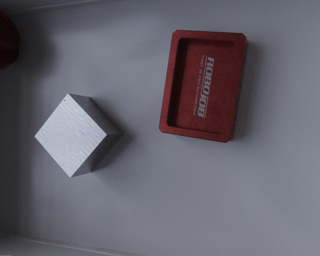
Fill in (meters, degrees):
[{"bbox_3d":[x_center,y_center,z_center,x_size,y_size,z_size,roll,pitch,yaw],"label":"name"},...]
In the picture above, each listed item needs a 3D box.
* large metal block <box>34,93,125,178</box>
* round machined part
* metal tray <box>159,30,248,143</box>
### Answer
[{"bbox_3d":[-0.113,0.010,0.436,0.080,0.050,0.080,45,104,14],"label":"large metal block"},{"bbox_3d":[-0.248,-0.139,0.457,0.042,0.098,0.098,-26,82,18],"label":"round machined part"},{"bbox_3d":[0.054,-0.052,0.388,0.090,0.030,0.129,9,93,19],"label":"metal tray"}]
